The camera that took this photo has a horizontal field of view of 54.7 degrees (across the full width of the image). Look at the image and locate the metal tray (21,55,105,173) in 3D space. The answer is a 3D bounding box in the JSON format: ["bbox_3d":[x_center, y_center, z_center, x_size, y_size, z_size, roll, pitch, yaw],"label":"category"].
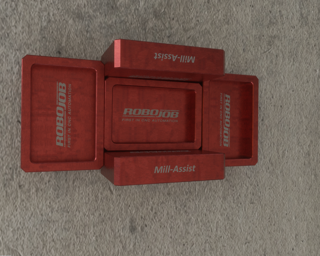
[{"bbox_3d":[-0.114,-0.016,0.366,0.091,0.030,0.129,1,90,-21],"label":"metal tray"}]

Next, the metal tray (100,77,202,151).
[{"bbox_3d":[-0.010,-0.016,0.405,0.131,0.030,0.089,1,90,-21],"label":"metal tray"}]

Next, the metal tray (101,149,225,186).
[{"bbox_3d":[0.001,0.044,0.375,0.131,0.090,0.030,0,90,-20],"label":"metal tray"}]

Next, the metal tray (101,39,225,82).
[{"bbox_3d":[0.001,-0.076,0.377,0.131,0.090,0.030,0,90,-20],"label":"metal tray"}]

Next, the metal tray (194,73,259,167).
[{"bbox_3d":[0.095,-0.011,0.444,0.091,0.030,0.129,1,90,-21],"label":"metal tray"}]
